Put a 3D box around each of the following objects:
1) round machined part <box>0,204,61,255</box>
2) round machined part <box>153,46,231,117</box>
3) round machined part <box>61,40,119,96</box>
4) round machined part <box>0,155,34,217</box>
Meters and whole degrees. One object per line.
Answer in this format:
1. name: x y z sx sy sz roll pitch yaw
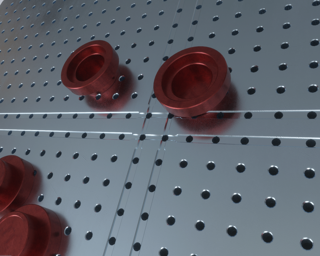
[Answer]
1. round machined part: -0.182 0.146 0.401 0.098 0.042 0.098 -13 56 20
2. round machined part: 0.044 -0.056 0.407 0.098 0.042 0.098 -13 56 20
3. round machined part: -0.110 -0.093 0.510 0.098 0.042 0.098 -13 56 20
4. round machined part: -0.246 0.085 0.471 0.098 0.042 0.098 -13 56 20
